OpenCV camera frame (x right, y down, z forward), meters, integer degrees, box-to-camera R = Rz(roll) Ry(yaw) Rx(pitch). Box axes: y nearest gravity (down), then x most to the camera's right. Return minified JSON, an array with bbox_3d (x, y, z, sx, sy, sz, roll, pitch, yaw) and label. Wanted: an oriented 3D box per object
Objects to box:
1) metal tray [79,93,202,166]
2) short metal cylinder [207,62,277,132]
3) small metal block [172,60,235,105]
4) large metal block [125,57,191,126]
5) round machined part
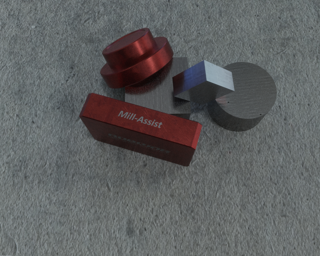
[{"bbox_3d":[-0.021,0.005,0.372,0.131,0.090,0.030,16,71,5],"label":"metal tray"},{"bbox_3d":[0.106,-0.040,0.412,0.081,0.050,0.080,0,70,0],"label":"short metal cylinder"},{"bbox_3d":[0.051,-0.052,0.367,0.050,0.050,0.025,11,67,-41],"label":"small metal block"},{"bbox_3d":[-0.004,-0.046,0.414,0.081,0.050,0.080,-1,70,-1],"label":"large metal block"},{"bbox_3d":[-0.036,-0.096,0.405,0.098,0.098,0.042,-35,118,-12],"label":"round machined part"}]
